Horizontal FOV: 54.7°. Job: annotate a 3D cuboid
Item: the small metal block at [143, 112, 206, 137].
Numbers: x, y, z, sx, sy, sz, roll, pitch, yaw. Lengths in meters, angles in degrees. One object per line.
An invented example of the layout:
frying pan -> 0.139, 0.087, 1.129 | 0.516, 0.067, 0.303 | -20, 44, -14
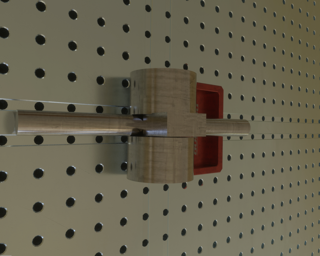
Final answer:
small metal block -> 0.015, -0.004, 0.344 | 0.050, 0.050, 0.025 | 1, 90, -32

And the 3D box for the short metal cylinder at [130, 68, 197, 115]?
short metal cylinder -> 0.004, -0.040, 0.374 | 0.081, 0.080, 0.050 | 1, 90, -40

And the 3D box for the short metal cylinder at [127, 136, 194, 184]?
short metal cylinder -> 0.001, 0.035, 0.373 | 0.081, 0.080, 0.050 | 2, 89, -40

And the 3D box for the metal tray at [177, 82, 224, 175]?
metal tray -> 0.051, 0.001, 0.448 | 0.091, 0.030, 0.129 | 1, 89, -40

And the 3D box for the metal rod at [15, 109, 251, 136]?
metal rod -> -0.007, -0.003, 0.373 | 0.303, 0.025, 0.025 | 1, 89, -31
